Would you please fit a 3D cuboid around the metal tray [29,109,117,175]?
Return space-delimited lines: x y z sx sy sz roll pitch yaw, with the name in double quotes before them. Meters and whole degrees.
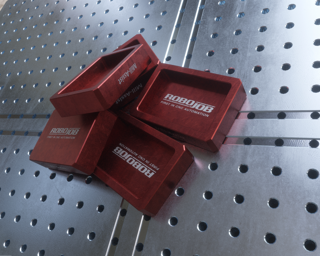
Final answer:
"metal tray" -0.127 0.014 0.442 0.130 0.030 0.090 -1 61 44

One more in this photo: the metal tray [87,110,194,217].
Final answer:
"metal tray" -0.034 0.039 0.398 0.130 0.030 0.090 28 78 37

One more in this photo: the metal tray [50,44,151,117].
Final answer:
"metal tray" -0.080 -0.069 0.435 0.090 0.030 0.130 -6 35 34

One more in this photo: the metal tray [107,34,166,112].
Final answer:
"metal tray" -0.063 -0.081 0.488 0.130 0.030 0.090 -34 50 5

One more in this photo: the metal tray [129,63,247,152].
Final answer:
"metal tray" 0.034 -0.032 0.406 0.130 0.030 0.090 20 73 35
